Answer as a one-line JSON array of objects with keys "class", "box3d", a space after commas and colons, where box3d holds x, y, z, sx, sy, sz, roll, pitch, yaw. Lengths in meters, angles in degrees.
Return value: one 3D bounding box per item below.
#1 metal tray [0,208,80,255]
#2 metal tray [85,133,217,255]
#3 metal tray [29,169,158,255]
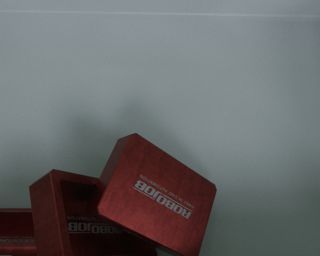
[{"class": "metal tray", "box3d": [-0.153, 0.117, 0.328, 0.131, 0.090, 0.030, 0, 97, 0]}, {"class": "metal tray", "box3d": [-0.003, 0.076, 0.337, 0.130, 0.030, 0.090, 35, 60, -23]}, {"class": "metal tray", "box3d": [-0.061, 0.097, 0.311, 0.030, 0.130, 0.090, -33, 58, 20]}]
